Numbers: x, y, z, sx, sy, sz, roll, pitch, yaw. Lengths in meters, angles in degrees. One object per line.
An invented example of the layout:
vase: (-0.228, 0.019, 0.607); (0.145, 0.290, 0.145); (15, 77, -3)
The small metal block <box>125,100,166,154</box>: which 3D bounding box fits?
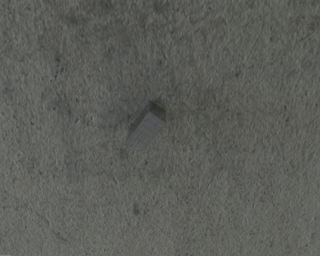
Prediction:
small metal block: (-0.017, -0.002, 0.395); (0.025, 0.050, 0.050); (35, 106, -12)
